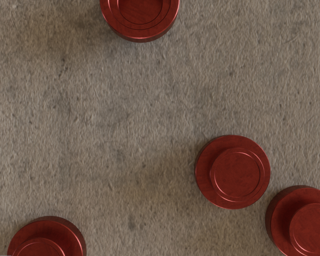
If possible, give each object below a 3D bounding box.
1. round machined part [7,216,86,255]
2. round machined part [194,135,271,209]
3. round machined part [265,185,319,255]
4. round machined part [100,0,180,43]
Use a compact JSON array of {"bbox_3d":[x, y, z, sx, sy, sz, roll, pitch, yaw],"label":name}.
[{"bbox_3d":[-0.149,0.168,0.400,0.099,0.042,0.097,0,90,-1],"label":"round machined part"},{"bbox_3d":[0.096,0.058,0.403,0.099,0.042,0.097,0,90,-1],"label":"round machined part"},{"bbox_3d":[0.193,0.127,0.404,0.099,0.042,0.097,0,90,-1],"label":"round machined part"},{"bbox_3d":[-0.025,-0.159,0.401,0.099,0.042,0.097,0,90,-1],"label":"round machined part"}]
